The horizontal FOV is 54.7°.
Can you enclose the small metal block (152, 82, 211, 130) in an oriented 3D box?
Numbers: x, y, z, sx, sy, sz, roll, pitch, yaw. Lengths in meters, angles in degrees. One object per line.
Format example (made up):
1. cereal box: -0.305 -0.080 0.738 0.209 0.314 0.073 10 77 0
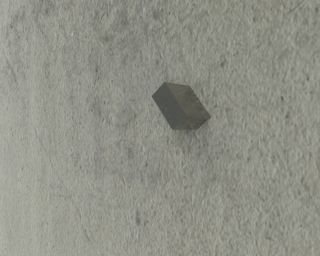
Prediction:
1. small metal block: 0.026 -0.025 0.366 0.025 0.050 0.050 -45 63 30
